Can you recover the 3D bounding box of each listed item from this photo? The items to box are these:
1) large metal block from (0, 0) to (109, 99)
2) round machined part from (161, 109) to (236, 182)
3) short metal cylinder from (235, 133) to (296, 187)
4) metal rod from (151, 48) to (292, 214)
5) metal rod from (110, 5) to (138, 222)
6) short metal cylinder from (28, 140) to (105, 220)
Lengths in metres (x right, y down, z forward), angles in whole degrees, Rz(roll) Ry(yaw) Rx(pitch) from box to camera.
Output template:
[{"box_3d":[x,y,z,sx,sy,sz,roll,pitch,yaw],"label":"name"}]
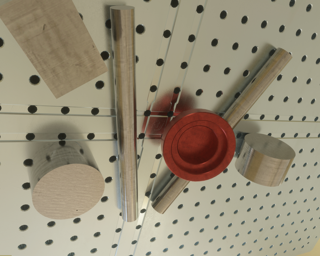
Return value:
[{"box_3d":[-0.096,-0.085,0.271,0.050,0.080,0.080,-31,129,-8],"label":"large metal block"},{"box_3d":[0.050,0.021,0.426,0.099,0.042,0.097,-2,107,-8],"label":"round machined part"},{"box_3d":[0.167,0.049,0.497,0.081,0.080,0.050,-1,119,-28],"label":"short metal cylinder"},{"box_3d":[0.087,0.010,0.464,0.025,0.025,0.299,31,101,-38],"label":"metal rod"},{"box_3d":[-0.042,0.005,0.391,0.025,0.025,0.298,-12,124,-22],"label":"metal rod"},{"box_3d":[-0.113,0.062,0.372,0.081,0.050,0.079,-14,124,-21],"label":"short metal cylinder"}]
